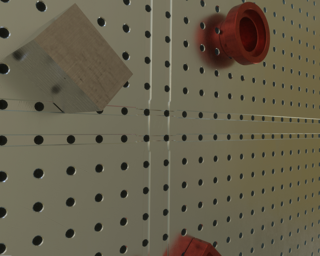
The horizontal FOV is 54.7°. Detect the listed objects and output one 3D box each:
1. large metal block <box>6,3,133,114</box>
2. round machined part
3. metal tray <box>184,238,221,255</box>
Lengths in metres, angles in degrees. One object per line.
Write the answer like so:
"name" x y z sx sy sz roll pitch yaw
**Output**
"large metal block" -0.088 -0.061 0.300 0.080 0.080 0.050 50 61 -29
"round machined part" 0.137 -0.152 0.512 0.099 0.042 0.097 0 90 -40
"metal tray" 0.073 0.241 0.467 0.130 0.030 0.090 52 60 -27
